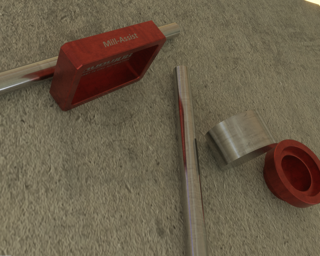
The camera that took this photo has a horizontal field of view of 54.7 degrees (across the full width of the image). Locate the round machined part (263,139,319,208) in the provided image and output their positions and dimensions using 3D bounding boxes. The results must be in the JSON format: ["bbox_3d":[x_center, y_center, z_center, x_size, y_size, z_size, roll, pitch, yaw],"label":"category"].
[{"bbox_3d":[0.193,0.069,0.454,0.099,0.042,0.098,14,56,-21],"label":"round machined part"}]

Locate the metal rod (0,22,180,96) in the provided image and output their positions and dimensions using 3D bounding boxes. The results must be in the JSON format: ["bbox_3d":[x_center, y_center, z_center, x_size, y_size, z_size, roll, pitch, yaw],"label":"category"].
[{"bbox_3d":[-0.079,-0.103,0.423,0.302,0.025,0.025,-30,79,-38],"label":"metal rod"}]

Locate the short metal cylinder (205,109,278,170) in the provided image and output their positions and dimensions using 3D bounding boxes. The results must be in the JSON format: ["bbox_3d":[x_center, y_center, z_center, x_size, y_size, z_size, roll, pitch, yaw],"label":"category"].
[{"bbox_3d":[0.108,0.017,0.416,0.081,0.080,0.050,-11,68,-33],"label":"short metal cylinder"}]

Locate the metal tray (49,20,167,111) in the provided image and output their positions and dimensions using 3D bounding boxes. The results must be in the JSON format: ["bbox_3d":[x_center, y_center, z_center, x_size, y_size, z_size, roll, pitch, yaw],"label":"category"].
[{"bbox_3d":[-0.062,-0.076,0.375,0.131,0.090,0.030,-30,79,-38],"label":"metal tray"}]

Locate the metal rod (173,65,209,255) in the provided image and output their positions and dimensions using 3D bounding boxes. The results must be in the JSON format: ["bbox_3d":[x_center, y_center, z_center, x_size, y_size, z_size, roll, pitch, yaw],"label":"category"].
[{"bbox_3d":[0.037,0.041,0.398,0.025,0.025,0.299,12,57,-22],"label":"metal rod"}]
